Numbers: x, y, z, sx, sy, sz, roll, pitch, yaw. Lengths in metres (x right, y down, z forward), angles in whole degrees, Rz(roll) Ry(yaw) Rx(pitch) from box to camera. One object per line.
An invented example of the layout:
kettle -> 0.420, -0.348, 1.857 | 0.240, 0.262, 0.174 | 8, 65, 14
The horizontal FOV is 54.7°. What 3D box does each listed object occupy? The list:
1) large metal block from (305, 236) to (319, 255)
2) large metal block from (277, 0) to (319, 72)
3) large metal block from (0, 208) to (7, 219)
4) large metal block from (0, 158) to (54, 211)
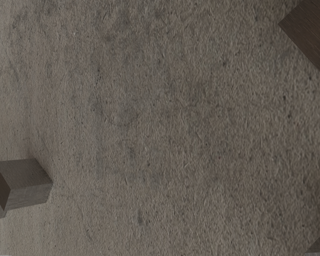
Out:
large metal block -> 0.175, 0.130, 0.244 | 0.080, 0.050, 0.080 | -21, 77, 38
large metal block -> 0.162, -0.083, 0.255 | 0.080, 0.050, 0.080 | -44, 64, 31
large metal block -> -0.383, 0.153, 0.706 | 0.080, 0.050, 0.080 | 43, 116, 31
large metal block -> -0.264, 0.104, 0.588 | 0.080, 0.081, 0.050 | 39, 114, 33
